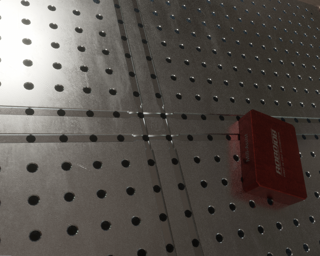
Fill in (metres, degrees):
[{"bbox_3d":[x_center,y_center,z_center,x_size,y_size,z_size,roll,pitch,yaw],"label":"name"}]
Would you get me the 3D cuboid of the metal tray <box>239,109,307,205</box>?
[{"bbox_3d":[0.170,0.043,0.473,0.091,0.030,0.130,19,54,-18],"label":"metal tray"}]
